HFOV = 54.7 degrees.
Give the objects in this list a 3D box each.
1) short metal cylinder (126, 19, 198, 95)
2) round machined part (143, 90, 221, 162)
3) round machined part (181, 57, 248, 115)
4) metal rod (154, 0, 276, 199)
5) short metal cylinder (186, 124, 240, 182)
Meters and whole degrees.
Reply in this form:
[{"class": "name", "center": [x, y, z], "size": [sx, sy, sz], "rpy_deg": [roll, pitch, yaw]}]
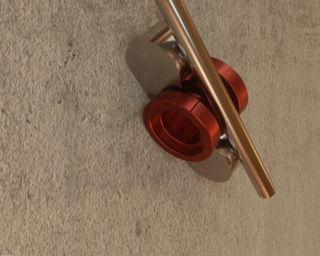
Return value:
[{"class": "short metal cylinder", "center": [0.006, -0.084, 0.377], "size": [0.050, 0.080, 0.080], "rpy_deg": [-47, 118, -30]}, {"class": "round machined part", "center": [0.031, -0.007, 0.385], "size": [0.042, 0.098, 0.098], "rpy_deg": [-49, 120, -33]}, {"class": "round machined part", "center": [0.064, -0.043, 0.414], "size": [0.042, 0.098, 0.098], "rpy_deg": [-45, 117, -26]}, {"class": "metal rod", "center": [0.075, -0.026, 0.367], "size": [0.025, 0.025, 0.299], "rpy_deg": [-48, 119, -29]}, {"class": "short metal cylinder", "center": [0.077, 0.030, 0.437], "size": [0.050, 0.080, 0.080], "rpy_deg": [-47, 118, -30]}]
